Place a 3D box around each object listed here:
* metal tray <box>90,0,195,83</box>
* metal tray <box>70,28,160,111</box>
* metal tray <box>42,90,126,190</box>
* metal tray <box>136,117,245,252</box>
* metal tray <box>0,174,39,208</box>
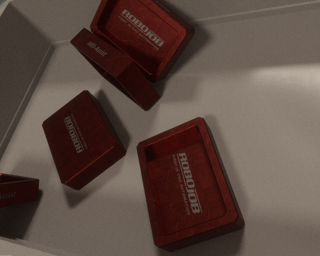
[{"bbox_3d":[-0.028,-0.138,0.433,0.130,0.030,0.089,41,123,8],"label":"metal tray"},{"bbox_3d":[-0.066,-0.085,0.448,0.030,0.090,0.130,-47,52,-4],"label":"metal tray"},{"bbox_3d":[-0.115,0.014,0.452,0.090,0.030,0.130,-37,51,3],"label":"metal tray"},{"bbox_3d":[0.029,0.060,0.349,0.090,0.030,0.130,-24,53,13],"label":"metal tray"},{"bbox_3d":[-0.242,0.085,0.410,0.090,0.131,0.030,2,89,29],"label":"metal tray"}]
